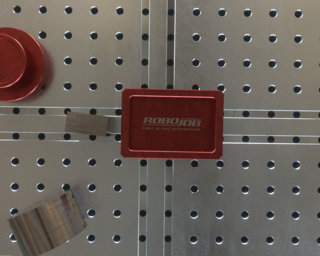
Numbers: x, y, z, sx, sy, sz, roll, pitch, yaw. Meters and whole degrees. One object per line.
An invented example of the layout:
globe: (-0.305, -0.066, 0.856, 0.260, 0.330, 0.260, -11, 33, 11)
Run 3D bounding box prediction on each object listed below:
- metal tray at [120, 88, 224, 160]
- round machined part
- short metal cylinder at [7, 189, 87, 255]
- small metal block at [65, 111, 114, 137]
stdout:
metal tray: (0.016, -0.005, 0.410, 0.131, 0.030, 0.089, 1, 90, 0)
round machined part: (-0.200, -0.083, 0.403, 0.099, 0.042, 0.097, 0, 90, 0)
short metal cylinder: (-0.138, 0.116, 0.385, 0.080, 0.080, 0.050, -24, 90, 0)
small metal block: (-0.089, -0.005, 0.400, 0.050, 0.050, 0.025, 7, 90, 0)
